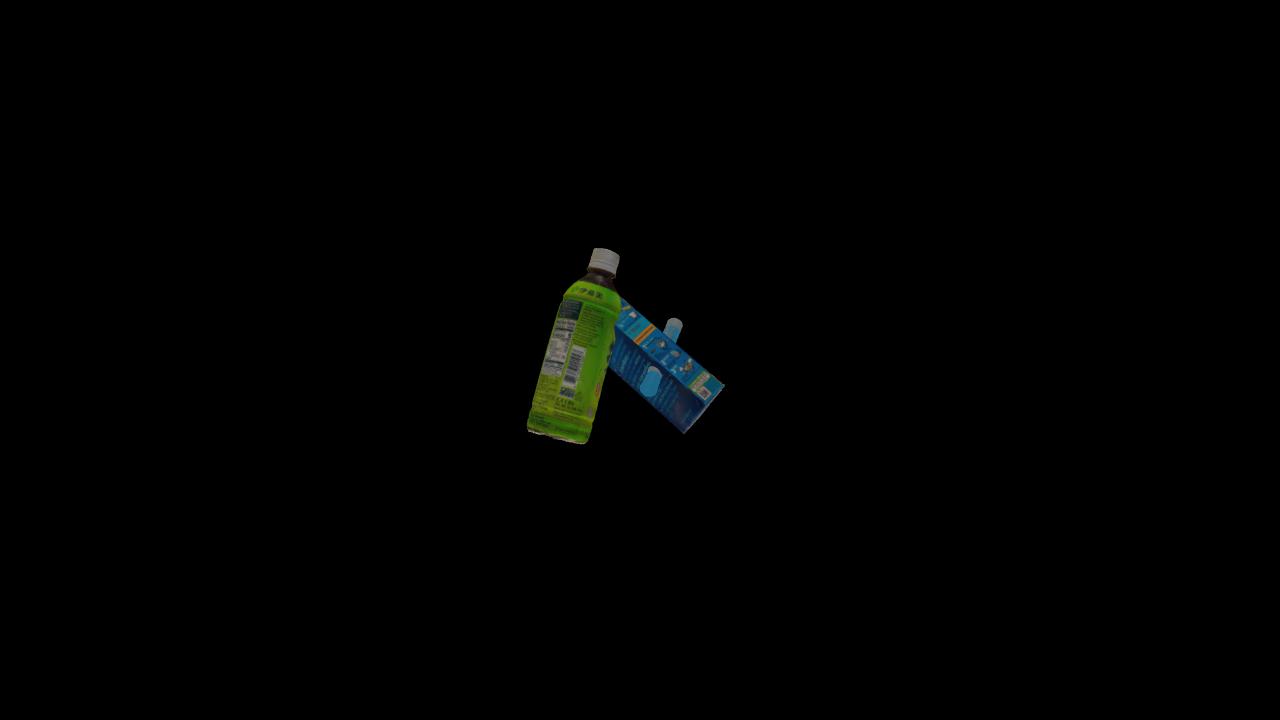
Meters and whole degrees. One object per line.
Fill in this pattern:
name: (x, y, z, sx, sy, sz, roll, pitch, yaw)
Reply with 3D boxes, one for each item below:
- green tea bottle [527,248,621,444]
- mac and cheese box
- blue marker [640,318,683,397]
green tea bottle: (-0.063, -0.018, 0.668, 0.073, 0.212, 0.073, 15, -5, 1)
mac and cheese box: (0.003, -0.002, 0.701, 0.041, 0.184, 0.093, -43, -11, -26)
blue marker: (0.024, -0.004, 0.682, 0.020, 0.020, 0.121, 0, 40, 22)
